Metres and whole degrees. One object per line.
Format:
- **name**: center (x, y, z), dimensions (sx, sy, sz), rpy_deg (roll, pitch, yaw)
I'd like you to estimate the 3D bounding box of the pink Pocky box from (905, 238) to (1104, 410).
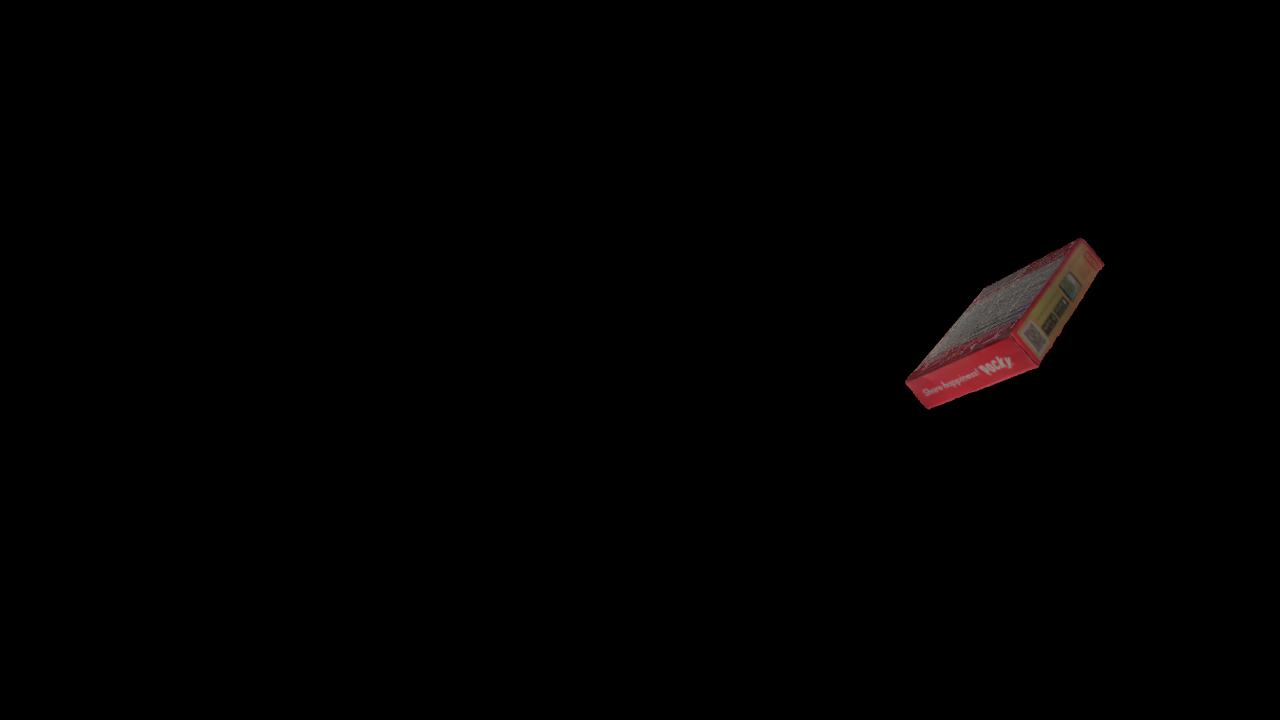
- **pink Pocky box**: center (0.258, -0.027, 0.434), dimensions (0.155, 0.029, 0.084), rpy_deg (-36, -4, -34)
